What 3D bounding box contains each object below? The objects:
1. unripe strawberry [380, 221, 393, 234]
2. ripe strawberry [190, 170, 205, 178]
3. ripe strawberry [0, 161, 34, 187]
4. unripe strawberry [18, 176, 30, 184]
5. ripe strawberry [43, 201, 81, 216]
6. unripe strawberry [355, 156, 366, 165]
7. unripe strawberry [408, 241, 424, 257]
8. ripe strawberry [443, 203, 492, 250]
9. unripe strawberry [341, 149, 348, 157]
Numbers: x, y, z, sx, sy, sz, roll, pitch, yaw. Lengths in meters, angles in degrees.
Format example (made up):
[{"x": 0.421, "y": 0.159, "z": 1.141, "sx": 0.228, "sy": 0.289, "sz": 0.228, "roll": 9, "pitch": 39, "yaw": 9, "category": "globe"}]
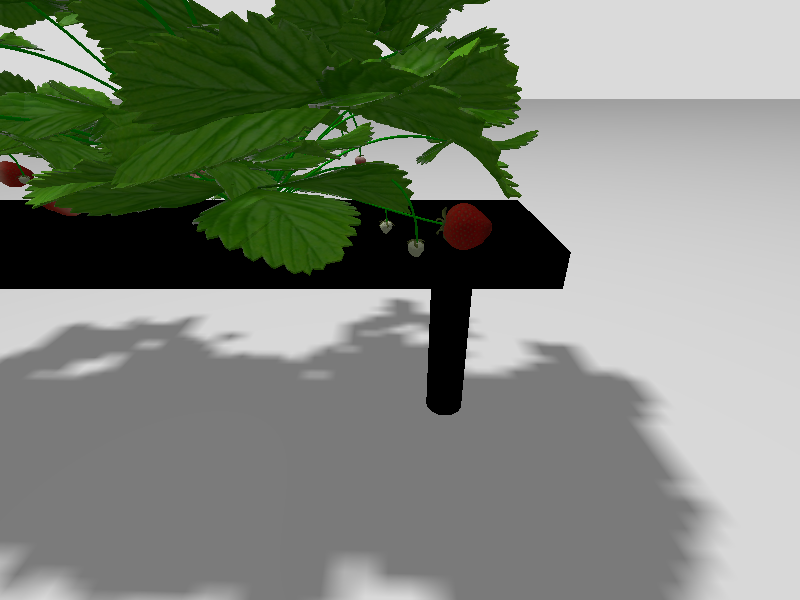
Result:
[{"x": -0.011, "y": -0.058, "z": 0.320, "sx": 0.010, "sy": 0.010, "sz": 0.011, "roll": 10, "pitch": 30, "yaw": 17, "category": "unripe strawberry"}, {"x": -0.239, "y": -0.146, "z": 0.464, "sx": 0.025, "sy": 0.028, "sz": 0.027, "roll": -23, "pitch": 20, "yaw": -36, "category": "ripe strawberry"}, {"x": -0.442, "y": -0.144, "z": 0.460, "sx": 0.033, "sy": 0.028, "sz": 0.033, "roll": -9, "pitch": 27, "yaw": -43, "category": "ripe strawberry"}, {"x": -0.423, "y": -0.135, "z": 0.452, "sx": 0.010, "sy": 0.010, "sz": 0.009, "roll": -19, "pitch": 34, "yaw": -32, "category": "unripe strawberry"}, {"x": -0.310, "y": -0.097, "z": 0.364, "sx": 0.042, "sy": 0.041, "sz": 0.039, "roll": 2, "pitch": 28, "yaw": 5, "category": "ripe strawberry"}, {"x": -0.054, "y": -0.190, "z": 0.549, "sx": 0.015, "sy": 0.014, "sz": 0.014, "roll": 9, "pitch": 29, "yaw": 15, "category": "unripe strawberry"}, {"x": 0.011, "y": -0.034, "z": 0.270, "sx": 0.011, "sy": 0.011, "sz": 0.011, "roll": 19, "pitch": 33, "yaw": 31, "category": "unripe strawberry"}, {"x": 0.050, "y": -0.053, "z": 0.291, "sx": 0.034, "sy": 0.033, "sz": 0.032, "roll": 11, "pitch": 30, "yaw": 19, "category": "ripe strawberry"}, {"x": -0.077, "y": -0.206, "z": 0.559, "sx": 0.011, "sy": 0.011, "sz": 0.011, "roll": 5, "pitch": 29, "yaw": 10, "category": "unripe strawberry"}]
